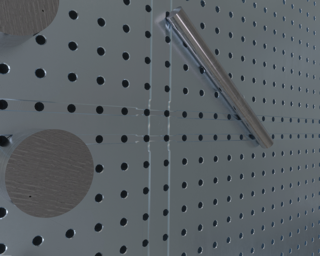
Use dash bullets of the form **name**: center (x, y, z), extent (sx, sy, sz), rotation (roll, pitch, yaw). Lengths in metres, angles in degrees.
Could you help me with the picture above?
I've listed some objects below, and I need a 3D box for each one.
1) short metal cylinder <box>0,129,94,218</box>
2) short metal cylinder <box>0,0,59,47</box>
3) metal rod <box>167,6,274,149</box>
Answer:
- **short metal cylinder**: center (-0.112, 0.041, 0.299), extent (0.081, 0.050, 0.080), rotation (0, 91, -40)
- **short metal cylinder**: center (-0.139, -0.117, 0.276), extent (0.081, 0.050, 0.080), rotation (0, 90, -40)
- **metal rod**: center (0.109, -0.065, 0.500), extent (0.300, 0.025, 0.025), rotation (46, 63, -30)
